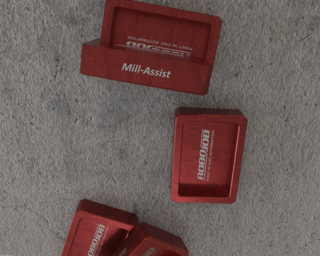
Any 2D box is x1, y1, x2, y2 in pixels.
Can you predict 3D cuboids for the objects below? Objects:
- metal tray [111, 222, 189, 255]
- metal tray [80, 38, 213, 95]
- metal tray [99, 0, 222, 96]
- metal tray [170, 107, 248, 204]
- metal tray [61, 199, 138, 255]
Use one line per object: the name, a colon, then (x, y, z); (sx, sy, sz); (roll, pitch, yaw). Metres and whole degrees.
metal tray: (-0.031, 0.208, 0.458); (0.090, 0.030, 0.130); (35, 99, -33)
metal tray: (-0.014, -0.072, 0.348); (0.131, 0.090, 0.030); (9, 109, -4)
metal tray: (-0.002, -0.093, 0.363); (0.131, 0.030, 0.089); (10, 101, -3)
metal tray: (0.063, 0.039, 0.421); (0.091, 0.030, 0.129); (2, 110, -1)
metal tray: (-0.097, 0.180, 0.472); (0.091, 0.030, 0.129); (19, 109, -7)
